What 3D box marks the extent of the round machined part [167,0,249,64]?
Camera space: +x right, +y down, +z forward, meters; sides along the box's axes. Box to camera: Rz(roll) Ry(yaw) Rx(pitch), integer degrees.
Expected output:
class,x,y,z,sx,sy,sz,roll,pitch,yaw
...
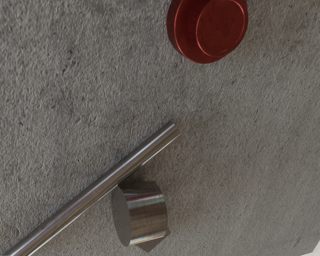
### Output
class,x,y,z,sx,sy,sz,roll,pitch,yaw
round machined part,0.061,-0.120,0.355,0.099,0.042,0.097,-14,124,-21

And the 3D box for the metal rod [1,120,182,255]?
class,x,y,z,sx,sy,sz,roll,pitch,yaw
metal rod,-0.095,0.093,0.412,0.301,0.025,0.025,-39,129,-2

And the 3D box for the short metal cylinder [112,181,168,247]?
class,x,y,z,sx,sy,sz,roll,pitch,yaw
short metal cylinder,-0.030,0.116,0.426,0.050,0.080,0.079,-5,121,-26

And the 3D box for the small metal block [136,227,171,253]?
class,x,y,z,sx,sy,sz,roll,pitch,yaw
small metal block,-0.018,0.168,0.501,0.050,0.025,0.050,-41,130,0
